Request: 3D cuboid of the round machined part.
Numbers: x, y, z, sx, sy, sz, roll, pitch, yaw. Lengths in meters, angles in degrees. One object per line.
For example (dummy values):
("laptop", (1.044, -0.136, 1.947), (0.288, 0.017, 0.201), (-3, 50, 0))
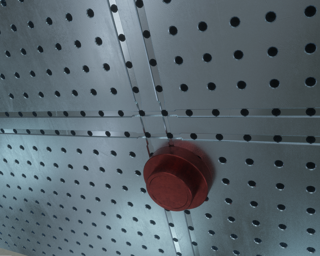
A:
("round machined part", (0.020, 0.078, 0.437), (0.098, 0.042, 0.097), (13, 124, 20))
